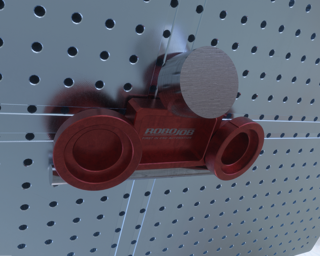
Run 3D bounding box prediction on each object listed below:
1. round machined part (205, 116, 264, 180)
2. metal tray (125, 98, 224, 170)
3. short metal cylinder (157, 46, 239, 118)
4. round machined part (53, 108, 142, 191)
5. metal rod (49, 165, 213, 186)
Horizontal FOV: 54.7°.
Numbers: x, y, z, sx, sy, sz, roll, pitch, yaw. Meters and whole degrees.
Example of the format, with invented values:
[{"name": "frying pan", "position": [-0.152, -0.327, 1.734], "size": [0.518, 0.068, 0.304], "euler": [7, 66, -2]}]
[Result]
[{"name": "round machined part", "position": [0.105, 0.026, 0.463], "size": [0.099, 0.042, 0.097], "euler": [-19, 127, -27]}, {"name": "metal tray", "position": [0.014, 0.009, 0.416], "size": [0.131, 0.030, 0.089], "euler": [0, 119, -29]}, {"name": "short metal cylinder", "position": [0.044, -0.051, 0.364], "size": [0.081, 0.050, 0.079], "euler": [-1, 93, -29]}, {"name": "round machined part", "position": [-0.074, 0.022, 0.362], "size": [0.099, 0.042, 0.097], "euler": [-8, 118, -16]}, {"name": "metal rod", "position": [0.001, 0.059, 0.444], "size": [0.303, 0.025, 0.025], "euler": [1, 118, -29]}]
